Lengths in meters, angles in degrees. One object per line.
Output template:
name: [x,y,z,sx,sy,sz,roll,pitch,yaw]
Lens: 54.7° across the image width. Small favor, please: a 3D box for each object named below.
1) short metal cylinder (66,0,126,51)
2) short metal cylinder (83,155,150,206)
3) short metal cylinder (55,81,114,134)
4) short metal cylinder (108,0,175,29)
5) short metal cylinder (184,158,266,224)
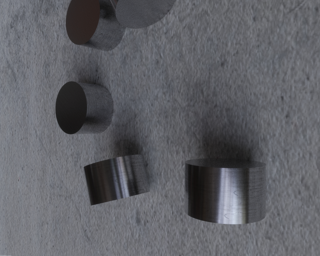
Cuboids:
short metal cylinder: [-0.097,-0.160,0.466,0.080,0.050,0.079,0,90,39]
short metal cylinder: [-0.058,0.070,0.415,0.080,0.081,0.050,-21,77,38]
short metal cylinder: [-0.118,-0.030,0.484,0.080,0.050,0.079,0,90,39]
short metal cylinder: [-0.027,-0.173,0.389,0.080,0.081,0.050,-38,67,33]
short metal cylinder: [0.065,0.060,0.314,0.080,0.081,0.050,1,91,39]
